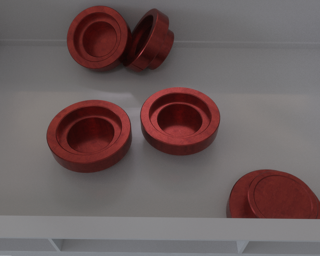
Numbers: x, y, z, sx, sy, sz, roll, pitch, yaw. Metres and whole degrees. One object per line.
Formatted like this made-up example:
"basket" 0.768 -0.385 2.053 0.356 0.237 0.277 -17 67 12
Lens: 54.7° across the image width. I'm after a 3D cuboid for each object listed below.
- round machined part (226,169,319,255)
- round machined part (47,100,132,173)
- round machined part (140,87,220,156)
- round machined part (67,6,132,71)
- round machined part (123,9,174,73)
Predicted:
"round machined part" 0.122 0.084 0.324 0.099 0.042 0.098 0 50 0
"round machined part" -0.084 0.014 0.382 0.099 0.042 0.098 0 50 0
"round machined part" 0.025 -0.004 0.398 0.099 0.042 0.098 0 50 0
"round machined part" -0.091 -0.136 0.487 0.098 0.042 0.097 -1 86 11
"round machined part" -0.015 -0.129 0.479 0.042 0.098 0.098 25 44 -27
